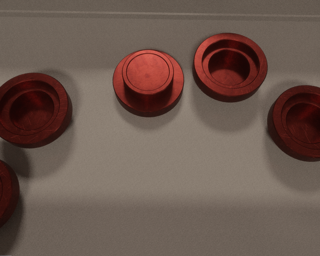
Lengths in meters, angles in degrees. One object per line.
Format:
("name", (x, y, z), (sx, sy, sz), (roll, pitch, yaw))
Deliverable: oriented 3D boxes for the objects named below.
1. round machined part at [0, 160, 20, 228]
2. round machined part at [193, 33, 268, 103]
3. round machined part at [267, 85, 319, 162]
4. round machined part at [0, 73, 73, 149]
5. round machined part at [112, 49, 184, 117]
("round machined part", (-0.217, 0.081, 0.368), (0.099, 0.042, 0.098), (0, 70, -1))
("round machined part", (0.094, -0.079, 0.431), (0.099, 0.042, 0.098), (0, 70, -1))
("round machined part", (0.189, -0.003, 0.404), (0.099, 0.042, 0.098), (0, 70, -1))
("round machined part", (-0.164, -0.020, 0.406), (0.099, 0.042, 0.098), (0, 70, -1))
("round machined part", (-0.016, -0.067, 0.425), (0.099, 0.042, 0.098), (0, 70, -1))
